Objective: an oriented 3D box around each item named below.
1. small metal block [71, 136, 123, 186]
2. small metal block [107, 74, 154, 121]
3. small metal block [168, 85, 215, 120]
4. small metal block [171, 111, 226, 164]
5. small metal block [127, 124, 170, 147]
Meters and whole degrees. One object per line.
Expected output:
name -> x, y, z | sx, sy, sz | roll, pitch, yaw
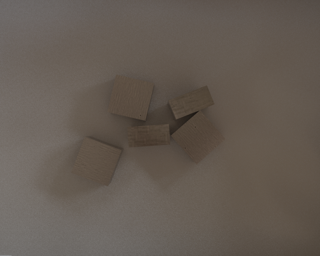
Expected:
small metal block -> -0.082, 0.043, 0.411 | 0.050, 0.025, 0.050 | 21, 90, 0
small metal block -> -0.038, -0.039, 0.411 | 0.050, 0.025, 0.050 | 13, 90, 0
small metal block -> 0.038, -0.031, 0.399 | 0.050, 0.050, 0.025 | -22, 90, 0
small metal block -> 0.050, 0.012, 0.412 | 0.050, 0.025, 0.050 | -41, 90, 0
small metal block -> -0.013, 0.009, 0.399 | 0.050, 0.050, 0.025 | -4, 90, 0
